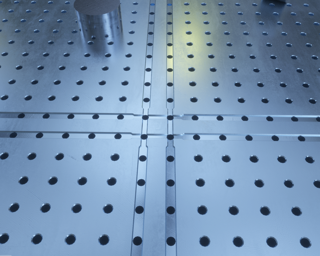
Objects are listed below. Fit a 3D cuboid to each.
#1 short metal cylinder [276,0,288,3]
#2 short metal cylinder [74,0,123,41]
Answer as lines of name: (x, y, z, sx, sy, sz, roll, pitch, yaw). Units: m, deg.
short metal cylinder: (0.247, -0.302, 0.627, 0.050, 0.080, 0.080, 25, 54, 19)
short metal cylinder: (-0.110, -0.203, 0.561, 0.081, 0.050, 0.080, 0, 50, 0)
